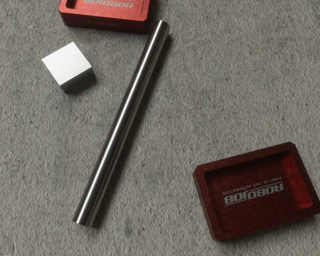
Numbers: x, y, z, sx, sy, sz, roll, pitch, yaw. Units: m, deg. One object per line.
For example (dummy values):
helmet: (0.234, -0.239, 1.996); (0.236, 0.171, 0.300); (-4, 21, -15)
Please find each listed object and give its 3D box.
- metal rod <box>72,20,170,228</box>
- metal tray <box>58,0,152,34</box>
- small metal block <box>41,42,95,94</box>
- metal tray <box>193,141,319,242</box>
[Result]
metal rod: (-0.044, -0.020, 0.414); (0.025, 0.025, 0.299); (18, 71, 6)
metal tray: (-0.078, -0.197, 0.476); (0.131, 0.030, 0.090); (7, 70, 2)
small metal block: (-0.129, -0.085, 0.438); (0.050, 0.025, 0.050); (-34, 74, -12)
metal tray: (0.115, 0.077, 0.378); (0.131, 0.030, 0.090); (-14, 71, -6)
